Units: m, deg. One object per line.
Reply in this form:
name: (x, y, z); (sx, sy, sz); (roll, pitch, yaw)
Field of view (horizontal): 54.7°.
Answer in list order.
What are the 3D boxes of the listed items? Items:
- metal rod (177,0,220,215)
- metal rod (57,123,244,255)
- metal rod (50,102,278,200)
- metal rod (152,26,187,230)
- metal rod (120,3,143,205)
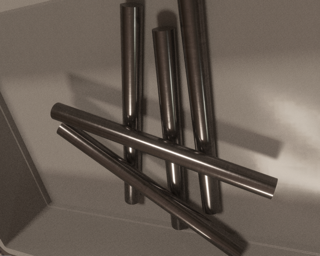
metal rod: (0.050, -0.016, 0.371); (0.025, 0.025, 0.298); (4, 121, 26)
metal rod: (-0.016, 0.083, 0.433); (0.301, 0.025, 0.025); (35, 129, 5)
metal rod: (-0.008, 0.022, 0.391); (0.301, 0.025, 0.025); (19, 126, 16)
metal rod: (0.017, 0.021, 0.411); (0.025, 0.025, 0.298); (8, 122, 23)
metal rod: (-0.038, -0.010, 0.420); (0.025, 0.025, 0.298); (16, 125, 19)
